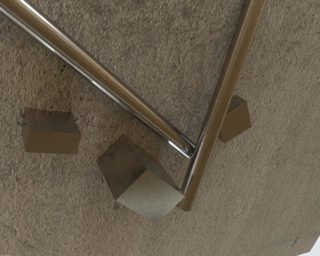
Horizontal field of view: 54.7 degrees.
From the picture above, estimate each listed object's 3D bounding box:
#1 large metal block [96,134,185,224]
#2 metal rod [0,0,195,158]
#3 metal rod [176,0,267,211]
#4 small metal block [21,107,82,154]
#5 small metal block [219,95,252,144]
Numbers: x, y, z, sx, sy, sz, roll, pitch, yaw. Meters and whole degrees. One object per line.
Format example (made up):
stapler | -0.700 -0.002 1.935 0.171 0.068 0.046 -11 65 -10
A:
large metal block | -0.026 0.065 0.399 0.050 0.080 0.080 -46 130 3
metal rod | -0.047 -0.041 0.357 0.025 0.025 0.301 -47 130 5
metal rod | 0.077 -0.022 0.414 0.025 0.025 0.298 7 108 -32
small metal block | -0.117 0.003 0.329 0.050 0.050 0.025 6 116 -31
small metal block | 0.104 -0.013 0.458 0.050 0.025 0.050 -31 129 -9
